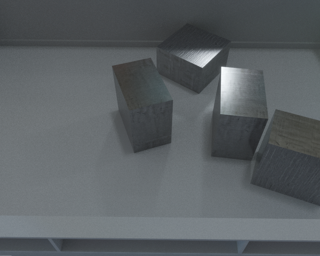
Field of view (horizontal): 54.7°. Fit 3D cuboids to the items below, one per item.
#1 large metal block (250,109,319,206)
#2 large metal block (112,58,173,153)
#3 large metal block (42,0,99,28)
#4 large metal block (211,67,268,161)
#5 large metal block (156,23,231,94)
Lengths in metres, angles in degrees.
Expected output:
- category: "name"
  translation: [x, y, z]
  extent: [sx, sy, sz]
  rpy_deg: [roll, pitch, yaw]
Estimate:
- category: "large metal block"
  translation: [0.154, 0.034, 0.342]
  extent: [0.080, 0.080, 0.050]
  rpy_deg: [17, 52, 13]
- category: "large metal block"
  translation: [-0.022, -0.028, 0.393]
  extent: [0.050, 0.080, 0.080]
  rpy_deg: [-15, 52, -12]
- category: "large metal block"
  translation: [-0.176, -0.245, 0.596]
  extent: [0.081, 0.050, 0.080]
  rpy_deg: [-28, 56, -22]
- category: "large metal block"
  translation: [0.095, -0.017, 0.384]
  extent: [0.050, 0.080, 0.080]
  rpy_deg: [6, 50, 5]
- category: "large metal block"
  translation: [0.051, -0.110, 0.481]
  extent: [0.080, 0.050, 0.080]
  rpy_deg: [30, 56, 23]
